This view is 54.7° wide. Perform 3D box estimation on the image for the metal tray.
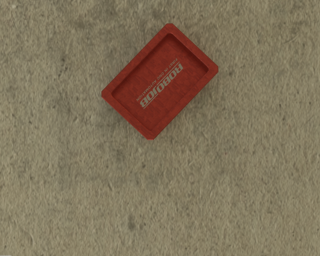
[{"bbox_3d":[0.000,-0.059,0.407,0.090,0.030,0.130,44,90,-1],"label":"metal tray"}]
